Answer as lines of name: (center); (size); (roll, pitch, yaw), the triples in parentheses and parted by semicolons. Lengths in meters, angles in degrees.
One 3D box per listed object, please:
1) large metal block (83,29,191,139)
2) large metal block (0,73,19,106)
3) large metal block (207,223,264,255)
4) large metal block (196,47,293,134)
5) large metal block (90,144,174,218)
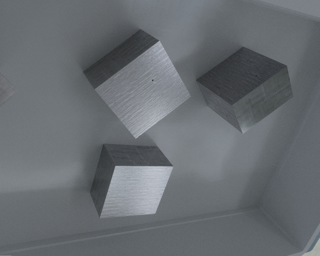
large metal block: (-0.024, -0.049, 0.349); (0.080, 0.050, 0.080); (-38, 129, -3)
large metal block: (-0.170, -0.050, 0.243); (0.050, 0.080, 0.080); (-46, 131, -12)
large metal block: (0.152, 0.247, 0.631); (0.081, 0.050, 0.079); (-2, 120, -28)
large metal block: (0.107, -0.051, 0.400); (0.080, 0.080, 0.050); (-36, 129, -5)
large metal block: (-0.040, 0.070, 0.414); (0.081, 0.050, 0.079); (5, 116, -31)
